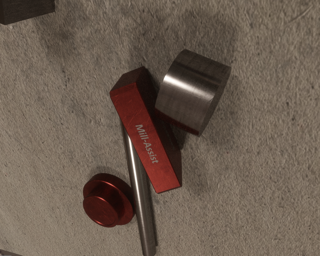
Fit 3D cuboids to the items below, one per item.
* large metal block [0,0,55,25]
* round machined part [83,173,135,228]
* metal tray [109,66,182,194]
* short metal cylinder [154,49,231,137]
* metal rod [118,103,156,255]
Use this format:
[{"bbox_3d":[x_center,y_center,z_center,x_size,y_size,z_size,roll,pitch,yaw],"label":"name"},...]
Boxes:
[{"bbox_3d":[-0.168,-0.172,0.351,0.050,0.080,0.079,23,127,14],"label":"large metal block"},{"bbox_3d":[-0.089,0.128,0.520,0.098,0.042,0.097,13,124,20],"label":"round machined part"},{"bbox_3d":[-0.011,0.000,0.366,0.030,0.090,0.129,-20,110,11],"label":"metal tray"},{"bbox_3d":[0.035,-0.037,0.329,0.050,0.080,0.079,25,127,12],"label":"short metal cylinder"},{"bbox_3d":[-0.032,0.091,0.478,0.025,0.025,0.298,8,122,23],"label":"metal rod"}]
